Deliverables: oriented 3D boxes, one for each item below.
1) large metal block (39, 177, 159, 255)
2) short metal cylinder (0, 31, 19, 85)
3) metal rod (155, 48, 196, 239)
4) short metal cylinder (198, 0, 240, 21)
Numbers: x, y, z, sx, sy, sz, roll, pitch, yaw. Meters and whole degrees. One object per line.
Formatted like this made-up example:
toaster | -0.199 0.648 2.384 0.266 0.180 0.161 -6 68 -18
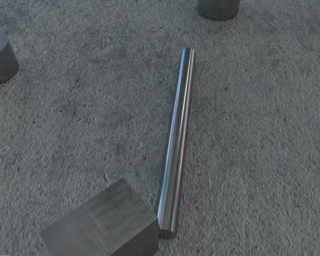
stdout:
large metal block | -0.048 0.104 0.280 0.080 0.080 0.050 -32 57 -24
short metal cylinder | -0.267 -0.107 0.475 0.081 0.050 0.080 0 50 0
metal rod | 0.026 -0.006 0.408 0.025 0.025 0.300 6 50 5
short metal cylinder | 0.116 -0.251 0.599 0.081 0.050 0.080 0 50 0
